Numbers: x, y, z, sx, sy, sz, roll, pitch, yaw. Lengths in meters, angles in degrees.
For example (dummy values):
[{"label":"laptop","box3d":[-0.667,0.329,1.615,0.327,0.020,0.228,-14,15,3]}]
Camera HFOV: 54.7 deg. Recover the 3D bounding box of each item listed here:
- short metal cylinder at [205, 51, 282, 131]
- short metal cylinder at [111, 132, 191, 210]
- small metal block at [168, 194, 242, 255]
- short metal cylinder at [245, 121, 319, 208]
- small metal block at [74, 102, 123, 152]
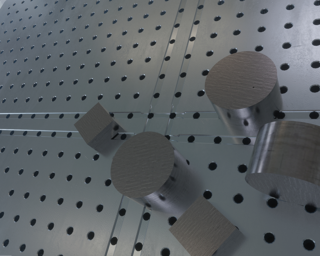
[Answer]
[{"label":"short metal cylinder","box3d":[0.099,-0.043,0.367,0.080,0.050,0.080,-13,56,21]},{"label":"short metal cylinder","box3d":[-0.010,0.051,0.367,0.080,0.050,0.080,-13,56,21]},{"label":"small metal block","box3d":[0.046,0.106,0.319,0.050,0.025,0.050,-46,51,-4]},{"label":"short metal cylinder","box3d":[0.125,0.035,0.286,0.080,0.080,0.050,9,66,32]},{"label":"small metal block","box3d":[-0.092,-0.002,0.458,0.050,0.025,0.050,-43,51,-2]}]
